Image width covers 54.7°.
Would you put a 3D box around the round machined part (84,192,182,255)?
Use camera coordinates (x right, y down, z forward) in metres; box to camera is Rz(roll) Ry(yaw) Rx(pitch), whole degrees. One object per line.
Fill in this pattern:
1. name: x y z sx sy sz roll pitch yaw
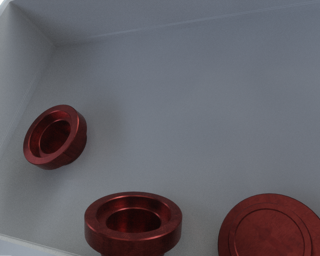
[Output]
1. round machined part: -0.027 0.106 0.320 0.098 0.099 0.042 11 106 32

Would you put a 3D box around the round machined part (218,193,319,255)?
1. round machined part: 0.100 0.106 0.277 0.098 0.042 0.098 -13 56 20

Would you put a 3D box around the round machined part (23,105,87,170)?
1. round machined part: -0.149 0.017 0.460 0.098 0.042 0.098 -13 56 20

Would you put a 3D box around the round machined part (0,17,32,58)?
1. round machined part: -0.324 -0.193 0.682 0.098 0.042 0.098 -13 56 20

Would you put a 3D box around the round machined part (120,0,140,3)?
1. round machined part: -0.051 -0.295 0.603 0.098 0.042 0.098 -13 56 20
